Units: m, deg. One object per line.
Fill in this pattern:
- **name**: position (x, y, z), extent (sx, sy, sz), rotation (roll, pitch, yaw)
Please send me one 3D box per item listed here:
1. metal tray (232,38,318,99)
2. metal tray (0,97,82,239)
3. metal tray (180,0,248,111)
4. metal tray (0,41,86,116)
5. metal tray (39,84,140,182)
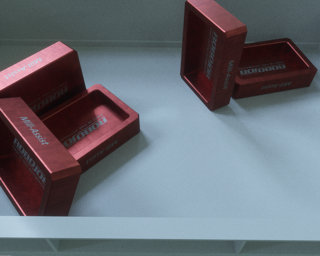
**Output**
- **metal tray**: position (0.161, -0.096, 0.484), extent (0.131, 0.030, 0.090), rotation (-10, 51, -9)
- **metal tray**: position (-0.140, 0.038, 0.326), extent (0.130, 0.089, 0.030), rotation (40, 33, 28)
- **metal tray**: position (0.066, -0.098, 0.420), extent (0.030, 0.129, 0.090), rotation (-22, 54, -18)
- **metal tray**: position (-0.159, -0.041, 0.395), extent (0.030, 0.089, 0.131), rotation (35, 58, 25)
- **metal tray**: position (-0.102, 0.004, 0.396), extent (0.131, 0.030, 0.090), rotation (-37, 59, -27)
